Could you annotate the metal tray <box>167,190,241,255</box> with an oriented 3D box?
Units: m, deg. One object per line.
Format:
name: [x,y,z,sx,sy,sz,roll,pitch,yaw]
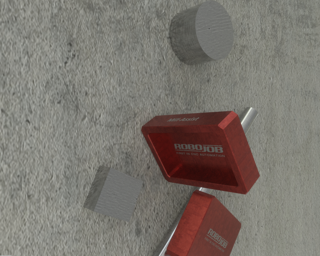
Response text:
metal tray: [0.068,0.154,0.438,0.130,0.030,0.090,48,64,-46]

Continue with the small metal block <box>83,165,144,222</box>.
small metal block: [-0.053,0.077,0.362,0.050,0.025,0.050,31,71,-36]

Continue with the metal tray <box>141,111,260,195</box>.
metal tray: [0.044,0.028,0.375,0.030,0.130,0.090,-40,115,-36]

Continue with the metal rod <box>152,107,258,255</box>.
metal rod: [0.077,0.077,0.472,0.301,0.025,0.025,-52,121,-28]

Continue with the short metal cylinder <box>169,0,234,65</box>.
short metal cylinder: [0.060,-0.133,0.441,0.081,0.050,0.079,0,90,-40]
